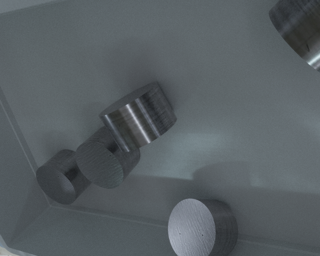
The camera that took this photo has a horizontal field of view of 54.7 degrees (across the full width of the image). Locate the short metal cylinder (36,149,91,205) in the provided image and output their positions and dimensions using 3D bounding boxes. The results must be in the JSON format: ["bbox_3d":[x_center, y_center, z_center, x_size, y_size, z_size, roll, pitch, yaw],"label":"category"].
[{"bbox_3d":[-0.162,0.083,0.530,0.080,0.050,0.079,13,124,21],"label":"short metal cylinder"}]

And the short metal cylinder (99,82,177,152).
[{"bbox_3d":[-0.027,-0.014,0.378,0.080,0.080,0.050,-19,108,35],"label":"short metal cylinder"}]

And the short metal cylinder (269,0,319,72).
[{"bbox_3d":[0.136,-0.086,0.248,0.080,0.080,0.050,43,129,-1],"label":"short metal cylinder"}]

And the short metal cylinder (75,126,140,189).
[{"bbox_3d":[-0.077,0.043,0.459,0.080,0.050,0.079,13,124,21],"label":"short metal cylinder"}]

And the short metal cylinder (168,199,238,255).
[{"bbox_3d":[0.057,0.138,0.421,0.080,0.050,0.080,-15,68,43],"label":"short metal cylinder"}]
